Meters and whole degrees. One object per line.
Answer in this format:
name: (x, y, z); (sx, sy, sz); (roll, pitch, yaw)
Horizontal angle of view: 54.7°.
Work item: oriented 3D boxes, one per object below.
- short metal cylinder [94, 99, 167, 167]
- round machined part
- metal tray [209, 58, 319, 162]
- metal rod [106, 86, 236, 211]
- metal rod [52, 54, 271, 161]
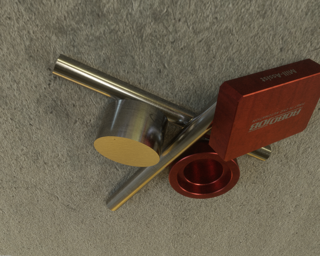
short metal cylinder: (-0.035, 0.008, 0.382); (0.080, 0.050, 0.080); (10, 151, 6)
round machined part: (0.061, 0.055, 0.445); (0.099, 0.042, 0.097); (0, 130, 0)
metal tray: (0.123, -0.021, 0.352); (0.131, 0.030, 0.089); (-17, 134, -23)
metal rod: (0.003, 0.042, 0.422); (0.025, 0.025, 0.298); (26, 132, -21)
metal rod: (0.017, -0.018, 0.394); (0.302, 0.025, 0.025); (22, 127, -18)
